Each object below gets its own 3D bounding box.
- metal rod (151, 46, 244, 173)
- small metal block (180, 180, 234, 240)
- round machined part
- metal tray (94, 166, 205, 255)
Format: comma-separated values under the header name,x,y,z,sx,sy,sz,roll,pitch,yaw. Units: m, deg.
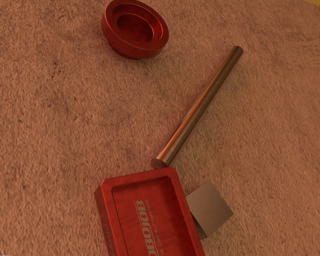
name,x,y,z,sx,sy,sz,roll,pitch,yaw
metal rod,0.070,-0.046,0.471,0.025,0.025,0.301,39,51,-2
small metal block,0.052,0.099,0.374,0.050,0.025,0.050,-26,76,-37
round machined part,-0.040,-0.141,0.459,0.099,0.042,0.098,14,56,-21
metal tray,-0.008,0.112,0.325,0.091,0.030,0.130,-7,66,-29
